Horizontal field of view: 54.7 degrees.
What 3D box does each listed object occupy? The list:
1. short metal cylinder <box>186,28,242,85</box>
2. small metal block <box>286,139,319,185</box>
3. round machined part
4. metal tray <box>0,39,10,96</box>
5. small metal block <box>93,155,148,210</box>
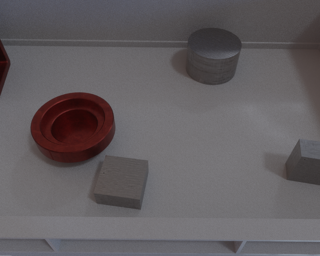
[{"bbox_3d":[0.082,-0.113,0.485,0.081,0.050,0.080,0,50,0],"label":"short metal cylinder"},{"bbox_3d":[0.179,0.041,0.357,0.050,0.050,0.025,9,51,7],"label":"small metal block"},{"bbox_3d":[-0.106,0.004,0.390,0.099,0.042,0.098,0,50,0],"label":"round machined part"},{"bbox_3d":[-0.254,-0.113,0.429,0.030,0.129,0.090,-4,50,-4],"label":"metal tray"},{"bbox_3d":[-0.042,0.061,0.353,0.050,0.025,0.050,7,50,5],"label":"small metal block"}]
